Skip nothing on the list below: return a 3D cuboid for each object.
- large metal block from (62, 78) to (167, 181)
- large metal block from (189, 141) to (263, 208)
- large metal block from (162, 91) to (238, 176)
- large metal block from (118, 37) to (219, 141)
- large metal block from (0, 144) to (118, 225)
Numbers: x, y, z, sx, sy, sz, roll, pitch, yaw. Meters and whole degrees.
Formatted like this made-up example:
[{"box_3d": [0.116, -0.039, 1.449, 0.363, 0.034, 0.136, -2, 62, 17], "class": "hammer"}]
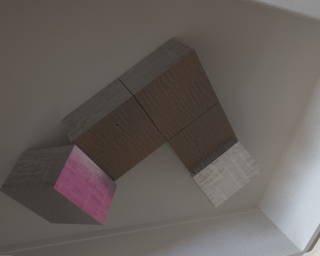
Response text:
[{"box_3d": [-0.052, 0.004, 0.364, 0.080, 0.050, 0.080, -38, 129, -3], "class": "large metal block"}, {"box_3d": [0.092, 0.067, 0.454, 0.080, 0.050, 0.080, -38, 173, -3], "class": "large metal block"}, {"box_3d": [0.048, 0.005, 0.419, 0.080, 0.050, 0.080, -38, 129, -3], "class": "large metal block"}, {"box_3d": [0.012, -0.045, 0.368, 0.080, 0.050, 0.080, -38, 129, -3], "class": "large metal block"}, {"box_3d": [-0.109, 0.066, 0.343, 0.080, 0.050, 0.080, -8, 137, 29], "class": "large metal block"}]
